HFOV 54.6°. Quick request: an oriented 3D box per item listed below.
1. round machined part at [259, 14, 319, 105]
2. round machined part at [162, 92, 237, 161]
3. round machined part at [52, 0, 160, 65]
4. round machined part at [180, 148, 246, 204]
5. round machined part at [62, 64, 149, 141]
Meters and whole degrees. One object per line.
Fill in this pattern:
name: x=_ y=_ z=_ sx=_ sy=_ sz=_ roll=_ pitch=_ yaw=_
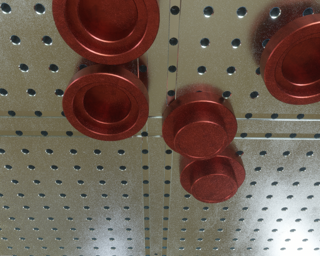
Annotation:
round machined part: x=0.158 y=-0.076 z=0.337 sx=0.099 sy=0.042 sz=0.097 roll=0 pitch=130 yaw=0
round machined part: x=0.052 y=0.005 z=0.405 sx=0.099 sy=0.042 sz=0.097 roll=0 pitch=130 yaw=0
round machined part: x=-0.049 y=-0.115 z=0.302 sx=0.099 sy=0.042 sz=0.097 roll=0 pitch=130 yaw=0
round machined part: x=0.079 y=0.077 z=0.466 sx=0.099 sy=0.042 sz=0.097 roll=0 pitch=130 yaw=0
round machined part: x=-0.062 y=-0.034 z=0.371 sx=0.099 sy=0.042 sz=0.097 roll=0 pitch=130 yaw=0
